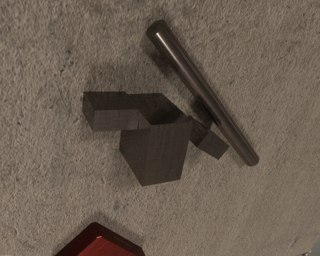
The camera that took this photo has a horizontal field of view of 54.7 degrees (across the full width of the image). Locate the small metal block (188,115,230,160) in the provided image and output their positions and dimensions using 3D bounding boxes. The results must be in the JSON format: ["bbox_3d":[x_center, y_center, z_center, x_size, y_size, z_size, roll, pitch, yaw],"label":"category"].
[{"bbox_3d":[0.062,0.013,0.435,0.050,0.050,0.025,30,101,-38],"label":"small metal block"}]

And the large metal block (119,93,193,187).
[{"bbox_3d":[-0.009,0.011,0.374,0.050,0.080,0.079,-5,121,-26],"label":"large metal block"}]

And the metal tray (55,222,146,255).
[{"bbox_3d":[-0.091,0.209,0.485,0.090,0.030,0.130,-42,130,0],"label":"metal tray"}]

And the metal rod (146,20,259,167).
[{"bbox_3d":[0.076,-0.027,0.433,0.025,0.025,0.300,-43,130,1],"label":"metal rod"}]

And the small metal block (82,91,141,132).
[{"bbox_3d":[-0.056,-0.020,0.349,0.050,0.050,0.025,-4,120,-27],"label":"small metal block"}]
